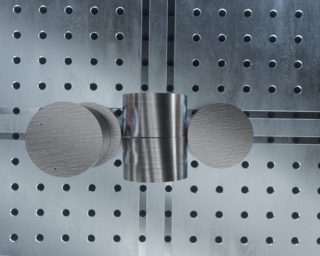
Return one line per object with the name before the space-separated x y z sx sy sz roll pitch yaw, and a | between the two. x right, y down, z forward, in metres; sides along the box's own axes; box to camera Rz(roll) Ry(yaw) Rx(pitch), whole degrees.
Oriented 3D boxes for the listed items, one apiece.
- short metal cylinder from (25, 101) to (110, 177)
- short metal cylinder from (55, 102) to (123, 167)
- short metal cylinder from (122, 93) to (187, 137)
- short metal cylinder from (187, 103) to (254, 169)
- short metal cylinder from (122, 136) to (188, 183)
short metal cylinder | -0.100 0.012 0.348 0.081 0.050 0.079 0 90 0
short metal cylinder | -0.088 0.008 0.400 0.081 0.050 0.079 0 90 -1
short metal cylinder | -0.007 -0.015 0.386 0.081 0.080 0.050 1 91 0
short metal cylinder | 0.074 0.009 0.401 0.081 0.050 0.079 0 90 -1
short metal cylinder | -0.006 0.036 0.385 0.081 0.080 0.050 -1 90 0
